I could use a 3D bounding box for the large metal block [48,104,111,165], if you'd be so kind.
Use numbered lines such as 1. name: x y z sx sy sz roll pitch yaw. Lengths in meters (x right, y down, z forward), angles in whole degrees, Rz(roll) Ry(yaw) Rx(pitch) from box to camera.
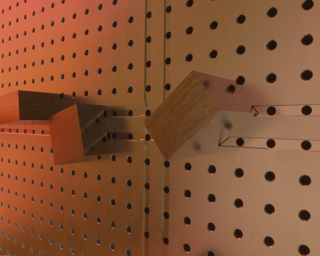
1. large metal block: -0.131 0.012 0.498 0.080 0.050 0.080 -18 79 38

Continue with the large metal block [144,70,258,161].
1. large metal block: 0.044 -0.011 0.336 0.080 0.081 0.050 -45 63 30

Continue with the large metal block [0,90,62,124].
1. large metal block: -0.238 -0.035 0.566 0.080 0.081 0.050 -7 86 39
